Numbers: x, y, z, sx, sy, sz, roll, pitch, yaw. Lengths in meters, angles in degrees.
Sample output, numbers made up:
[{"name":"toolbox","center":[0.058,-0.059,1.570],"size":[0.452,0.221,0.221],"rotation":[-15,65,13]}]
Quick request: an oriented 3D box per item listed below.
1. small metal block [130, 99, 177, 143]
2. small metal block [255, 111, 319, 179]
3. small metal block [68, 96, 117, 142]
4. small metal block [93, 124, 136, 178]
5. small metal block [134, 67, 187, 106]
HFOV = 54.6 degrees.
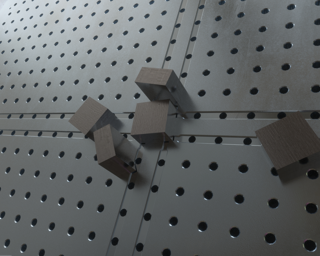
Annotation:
[{"name":"small metal block","center":[-0.008,-0.009,0.419],"size":[0.050,0.025,0.050],"rotation":[-5,59,25]},{"name":"small metal block","center":[0.136,0.017,0.326],"size":[0.050,0.025,0.050],"rotation":[-27,52,11]},{"name":"small metal block","center":[-0.103,-0.014,0.472],"size":[0.050,0.025,0.050],"rotation":[31,79,38]},{"name":"small metal block","center":[-0.059,0.031,0.406],"size":[0.025,0.050,0.050],"rotation":[-27,52,12]},{"name":"small metal block","center":[0.002,-0.057,0.427],"size":[0.050,0.050,0.025],"rotation":[12,68,33]}]
